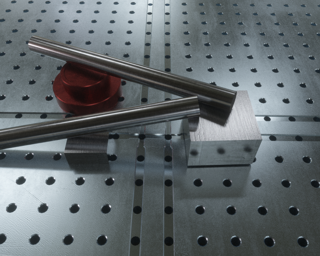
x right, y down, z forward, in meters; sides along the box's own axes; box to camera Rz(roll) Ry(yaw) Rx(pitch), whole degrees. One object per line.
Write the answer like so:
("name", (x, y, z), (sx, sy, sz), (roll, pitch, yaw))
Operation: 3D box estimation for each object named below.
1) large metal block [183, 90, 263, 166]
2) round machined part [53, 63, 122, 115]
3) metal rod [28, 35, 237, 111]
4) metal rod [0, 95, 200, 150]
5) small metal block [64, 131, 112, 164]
("large metal block", (0.073, -0.001, 0.389), (0.081, 0.050, 0.080), (-1, 50, -2))
("round machined part", (-0.107, -0.068, 0.452), (0.099, 0.042, 0.098), (0, 50, 0))
("metal rod", (-0.049, -0.078, 0.410), (0.301, 0.025, 0.025), (19, 52, 18))
("metal rod", (-0.104, -0.001, 0.372), (0.302, 0.025, 0.025), (-9, 50, 5))
("small metal block", (-0.089, 0.018, 0.392), (0.050, 0.025, 0.050), (0, 50, -1))
